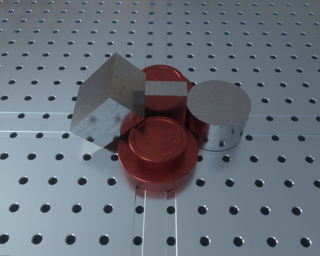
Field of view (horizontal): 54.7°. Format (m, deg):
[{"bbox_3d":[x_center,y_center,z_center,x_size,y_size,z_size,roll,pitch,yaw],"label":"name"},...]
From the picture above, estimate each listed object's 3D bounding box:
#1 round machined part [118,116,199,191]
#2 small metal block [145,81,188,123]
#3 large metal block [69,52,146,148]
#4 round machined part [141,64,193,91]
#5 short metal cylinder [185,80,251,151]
[{"bbox_3d":[-0.002,0.024,0.377,0.099,0.042,0.098,0,50,0],"label":"round machined part"},{"bbox_3d":[0.008,-0.032,0.389,0.050,0.050,0.025,1,50,1],"label":"small metal block"},{"bbox_3d":[-0.064,-0.034,0.392,0.050,0.080,0.080,32,40,-33],"label":"large metal block"},{"bbox_3d":[0.000,-0.053,0.441,0.099,0.042,0.098,0,50,0],"label":"round machined part"},{"bbox_3d":[0.073,-0.017,0.405,0.080,0.050,0.080,0,50,0],"label":"short metal cylinder"}]
